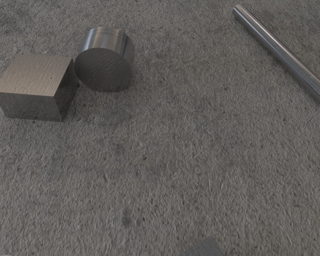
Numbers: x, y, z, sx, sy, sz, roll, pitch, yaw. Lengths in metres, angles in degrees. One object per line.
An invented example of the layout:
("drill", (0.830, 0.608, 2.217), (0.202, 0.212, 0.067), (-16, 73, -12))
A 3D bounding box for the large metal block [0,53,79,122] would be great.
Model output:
("large metal block", (-0.168, -0.057, 0.434), (0.080, 0.050, 0.080), (5, 50, 4))

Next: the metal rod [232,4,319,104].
("metal rod", (0.201, -0.119, 0.504), (0.025, 0.025, 0.300), (-15, 52, -13))

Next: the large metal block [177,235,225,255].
("large metal block", (0.030, 0.153, 0.259), (0.081, 0.050, 0.080), (-24, 54, -19))

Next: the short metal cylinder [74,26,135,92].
("short metal cylinder", (-0.078, -0.098, 0.450), (0.080, 0.080, 0.050), (2, 50, 1))
